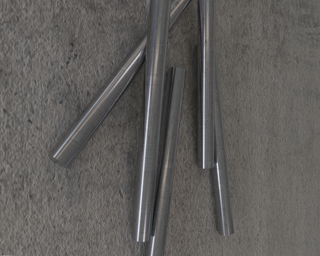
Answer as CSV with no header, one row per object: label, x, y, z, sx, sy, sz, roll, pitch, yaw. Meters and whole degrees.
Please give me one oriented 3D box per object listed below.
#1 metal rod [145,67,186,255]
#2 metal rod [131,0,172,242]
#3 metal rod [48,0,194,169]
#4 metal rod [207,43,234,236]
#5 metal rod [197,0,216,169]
metal rod,0.005,0.068,0.408,0.025,0.025,0.298,12,83,-40
metal rod,-0.011,-0.012,0.373,0.025,0.025,0.298,1,96,-40
metal rod,-0.031,-0.081,0.378,0.025,0.025,0.300,47,62,-30
metal rod,0.088,0.018,0.477,0.025,0.025,0.298,-12,97,-39
metal rod,0.066,-0.090,0.441,0.025,0.025,0.298,-8,100,-40
